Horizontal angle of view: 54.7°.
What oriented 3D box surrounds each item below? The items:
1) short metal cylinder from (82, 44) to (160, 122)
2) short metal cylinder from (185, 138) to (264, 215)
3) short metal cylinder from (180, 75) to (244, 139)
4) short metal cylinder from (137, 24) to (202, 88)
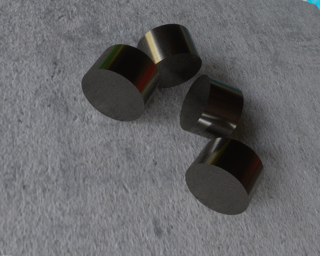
[{"bbox_3d":[-0.047,-0.054,0.377,0.080,0.080,0.050,32,51,-8],"label":"short metal cylinder"},{"bbox_3d":[0.078,0.059,0.377,0.080,0.080,0.050,43,51,1],"label":"short metal cylinder"},{"bbox_3d":[0.069,-0.027,0.424,0.050,0.080,0.080,19,54,-18],"label":"short metal cylinder"},{"bbox_3d":[0.013,-0.099,0.438,0.081,0.080,0.050,-5,64,-31],"label":"short metal cylinder"}]
